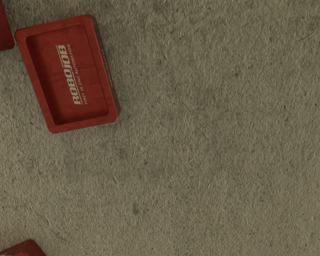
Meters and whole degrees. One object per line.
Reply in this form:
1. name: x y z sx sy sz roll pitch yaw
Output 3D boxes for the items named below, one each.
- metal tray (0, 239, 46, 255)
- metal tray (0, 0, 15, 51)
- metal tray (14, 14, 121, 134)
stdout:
1. metal tray: -0.238 0.241 0.493 0.130 0.030 0.090 -25 109 8
2. metal tray: -0.221 -0.145 0.335 0.090 0.030 0.129 -1 112 21
3. metal tray: -0.109 -0.064 0.382 0.090 0.030 0.129 -11 110 4
